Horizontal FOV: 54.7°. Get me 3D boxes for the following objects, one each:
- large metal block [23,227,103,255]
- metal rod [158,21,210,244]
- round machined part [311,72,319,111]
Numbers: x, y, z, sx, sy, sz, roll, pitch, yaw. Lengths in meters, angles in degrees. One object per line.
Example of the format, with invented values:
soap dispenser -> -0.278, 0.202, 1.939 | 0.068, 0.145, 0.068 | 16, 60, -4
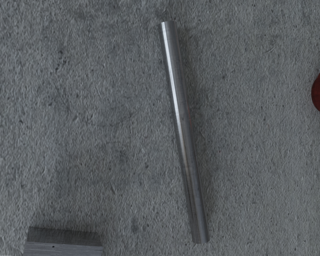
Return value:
large metal block -> -0.117, 0.164, 0.353 | 0.081, 0.050, 0.080 | 12, 86, -20
metal rod -> 0.033, 0.008, 0.421 | 0.025, 0.025, 0.298 | -11, 94, -20
round machined part -> 0.290, -0.058, 0.507 | 0.099, 0.042, 0.097 | 0, 90, -20
